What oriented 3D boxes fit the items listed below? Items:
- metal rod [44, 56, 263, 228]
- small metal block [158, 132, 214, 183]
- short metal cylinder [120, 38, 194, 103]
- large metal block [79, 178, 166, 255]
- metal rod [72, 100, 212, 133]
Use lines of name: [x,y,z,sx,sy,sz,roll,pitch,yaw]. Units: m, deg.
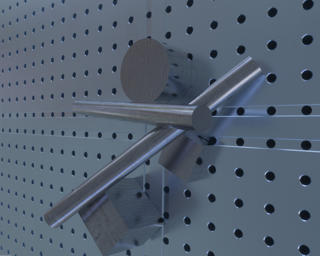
metal rod: [-0.016,0.023,0.355,0.300,0.025,0.025,-37,66,11]
small metal block: [0.031,0.032,0.383,0.050,0.025,0.050,31,109,35]
short metal cylinder: [-0.004,-0.069,0.395,0.080,0.050,0.079,0,90,39]
large metal block: [-0.052,0.113,0.409,0.050,0.080,0.080,-49,61,15]
metal rod: [-0.049,-0.022,0.398,0.300,0.025,0.025,9,96,54]
